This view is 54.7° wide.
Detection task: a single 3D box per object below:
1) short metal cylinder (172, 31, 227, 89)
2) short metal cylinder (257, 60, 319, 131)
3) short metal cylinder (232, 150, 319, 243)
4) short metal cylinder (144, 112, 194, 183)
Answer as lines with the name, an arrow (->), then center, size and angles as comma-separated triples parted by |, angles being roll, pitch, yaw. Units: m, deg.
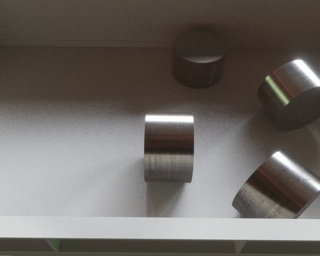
short metal cylinder -> 0.059, -0.106, 0.479 | 0.081, 0.050, 0.080 | 0, 50, 0
short metal cylinder -> 0.177, -0.042, 0.407 | 0.081, 0.080, 0.050 | -13, 52, -11
short metal cylinder -> 0.120, 0.069, 0.313 | 0.081, 0.080, 0.050 | -32, 57, -24
short metal cylinder -> 0.010, 0.022, 0.351 | 0.050, 0.080, 0.080 | 1, 50, 1
